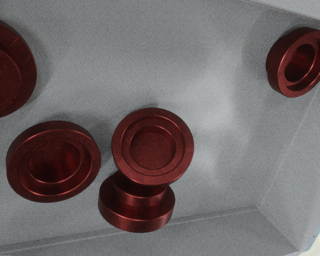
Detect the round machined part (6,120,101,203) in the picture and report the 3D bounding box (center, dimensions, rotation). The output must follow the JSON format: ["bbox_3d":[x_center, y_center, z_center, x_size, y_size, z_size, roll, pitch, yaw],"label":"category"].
[{"bbox_3d":[-0.121,0.034,0.353,0.099,0.042,0.097,-14,125,-21],"label":"round machined part"}]

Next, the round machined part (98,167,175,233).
[{"bbox_3d":[-0.028,0.083,0.399,0.099,0.098,0.042,-3,120,-27],"label":"round machined part"}]

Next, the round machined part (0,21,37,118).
[{"bbox_3d":[-0.163,-0.049,0.278,0.099,0.042,0.097,-14,125,-21],"label":"round machined part"}]

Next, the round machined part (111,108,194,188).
[{"bbox_3d":[-0.010,0.027,0.387,0.099,0.098,0.042,-25,163,-14],"label":"round machined part"}]

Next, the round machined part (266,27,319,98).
[{"bbox_3d":[0.194,-0.097,0.446,0.099,0.042,0.097,-14,125,-21],"label":"round machined part"}]
